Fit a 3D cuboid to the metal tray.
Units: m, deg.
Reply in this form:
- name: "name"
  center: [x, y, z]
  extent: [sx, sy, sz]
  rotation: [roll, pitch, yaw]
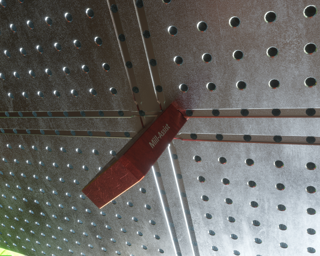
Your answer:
- name: "metal tray"
  center: [-0.027, 0.030, 0.375]
  extent: [0.030, 0.131, 0.090]
  rotation: [47, 129, -4]
